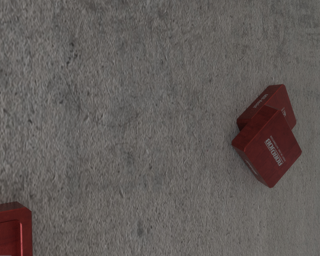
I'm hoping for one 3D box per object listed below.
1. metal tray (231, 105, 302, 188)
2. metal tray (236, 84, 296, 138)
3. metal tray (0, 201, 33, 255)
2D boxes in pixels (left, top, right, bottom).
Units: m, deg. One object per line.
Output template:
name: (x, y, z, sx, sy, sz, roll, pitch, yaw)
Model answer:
metal tray: (0.185, 0.034, 0.528, 0.090, 0.030, 0.130, -47, 127, -6)
metal tray: (0.199, -0.011, 0.568, 0.131, 0.030, 0.090, -41, 115, -32)
metal tray: (-0.160, 0.137, 0.266, 0.091, 0.030, 0.129, -2, 91, -40)
